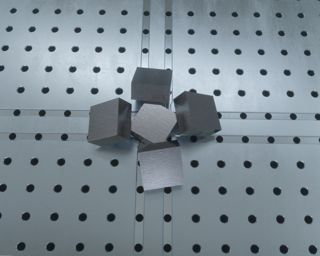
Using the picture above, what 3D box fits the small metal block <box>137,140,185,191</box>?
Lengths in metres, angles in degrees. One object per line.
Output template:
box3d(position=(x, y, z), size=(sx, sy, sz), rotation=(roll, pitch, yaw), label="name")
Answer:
box3d(position=(0.001, 0.045, 0.382), size=(0.050, 0.025, 0.050), rotation=(-8, 106, -4), label="small metal block")

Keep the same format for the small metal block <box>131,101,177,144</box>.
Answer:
box3d(position=(-0.008, -0.004, 0.412), size=(0.050, 0.025, 0.050), rotation=(30, 72, 10), label="small metal block")

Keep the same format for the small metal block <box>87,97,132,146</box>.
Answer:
box3d(position=(-0.065, -0.007, 0.401), size=(0.050, 0.025, 0.050), rotation=(-13, 66, 32), label="small metal block")

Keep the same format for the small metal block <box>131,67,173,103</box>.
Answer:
box3d(position=(-0.010, -0.059, 0.420), size=(0.050, 0.025, 0.050), rotation=(6, 34, 2), label="small metal block")

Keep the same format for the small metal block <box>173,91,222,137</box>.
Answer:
box3d(position=(0.049, -0.018, 0.406), size=(0.050, 0.025, 0.050), rotation=(5, 65, -36), label="small metal block")
